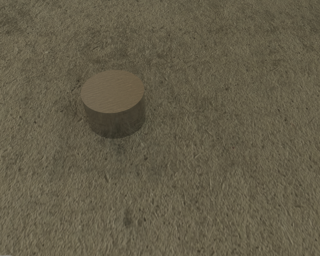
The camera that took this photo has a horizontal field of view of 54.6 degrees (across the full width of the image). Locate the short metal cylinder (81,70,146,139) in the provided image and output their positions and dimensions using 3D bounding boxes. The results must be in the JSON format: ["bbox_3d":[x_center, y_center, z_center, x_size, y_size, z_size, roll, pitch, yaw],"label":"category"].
[{"bbox_3d":[-0.060,-0.032,0.414,0.080,0.050,0.080,0,50,0],"label":"short metal cylinder"}]
